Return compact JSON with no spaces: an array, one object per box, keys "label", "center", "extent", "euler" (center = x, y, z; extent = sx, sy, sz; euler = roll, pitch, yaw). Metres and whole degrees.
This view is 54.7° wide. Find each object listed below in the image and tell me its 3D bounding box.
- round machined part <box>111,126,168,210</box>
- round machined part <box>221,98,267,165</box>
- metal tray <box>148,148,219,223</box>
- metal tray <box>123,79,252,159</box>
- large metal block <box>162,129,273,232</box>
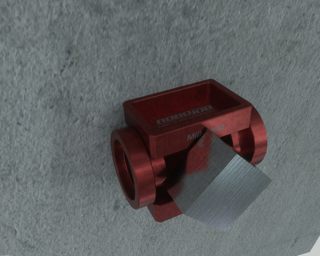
[{"label":"round machined part","center":[-0.024,0.045,0.377],"extent":[0.042,0.098,0.097],"euler":[-15,125,-21]},{"label":"round machined part","center":[0.096,0.010,0.421],"extent":[0.042,0.098,0.097],"euler":[-15,125,-21]},{"label":"metal tray","center":[0.036,0.067,0.427],"extent":[0.131,0.090,0.030],"euler":[-16,125,-20]},{"label":"metal tray","center":[0.032,-0.017,0.376],"extent":[0.131,0.090,0.030],"euler":[-17,126,-19]},{"label":"large metal block","center":[0.064,0.060,0.347],"extent":[0.080,0.050,0.080],"euler":[34,99,-39]}]
